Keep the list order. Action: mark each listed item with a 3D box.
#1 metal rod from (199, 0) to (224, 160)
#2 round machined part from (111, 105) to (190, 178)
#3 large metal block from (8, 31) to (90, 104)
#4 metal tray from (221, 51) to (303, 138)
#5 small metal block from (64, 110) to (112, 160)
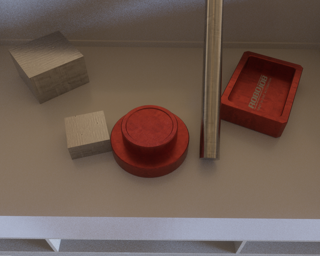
[{"bbox_3d":[0.071,-0.107,0.411,0.025,0.025,0.299,4,77,2],"label":"metal rod"},{"bbox_3d":[-0.012,0.009,0.386,0.099,0.042,0.098,0,50,0],"label":"round machined part"},{"bbox_3d":[-0.165,-0.093,0.465,0.081,0.050,0.080,-30,57,-23],"label":"large metal block"},{"bbox_3d":[0.146,-0.054,0.448,0.090,0.030,0.130,21,53,16],"label":"metal tray"},{"bbox_3d":[-0.092,0.008,0.397,0.050,0.025,0.050,-12,51,-10],"label":"small metal block"}]
